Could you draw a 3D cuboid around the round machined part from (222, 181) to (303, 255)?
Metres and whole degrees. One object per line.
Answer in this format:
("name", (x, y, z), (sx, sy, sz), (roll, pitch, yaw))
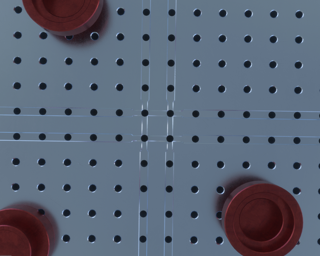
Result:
("round machined part", (0.129, 0.118, 0.406), (0.099, 0.042, 0.097), (0, 90, 0))

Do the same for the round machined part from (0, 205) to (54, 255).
("round machined part", (-0.194, 0.154, 0.404), (0.099, 0.042, 0.097), (0, 90, 0))

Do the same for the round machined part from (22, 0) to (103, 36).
("round machined part", (-0.123, -0.168, 0.404), (0.099, 0.042, 0.097), (0, 90, 0))
